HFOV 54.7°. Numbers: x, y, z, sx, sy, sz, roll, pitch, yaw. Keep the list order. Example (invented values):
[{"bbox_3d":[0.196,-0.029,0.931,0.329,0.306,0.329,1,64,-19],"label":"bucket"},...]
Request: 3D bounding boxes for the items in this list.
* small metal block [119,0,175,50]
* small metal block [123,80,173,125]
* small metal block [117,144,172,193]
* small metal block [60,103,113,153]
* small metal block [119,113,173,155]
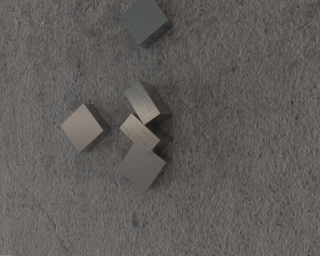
[{"bbox_3d":[-0.018,-0.143,0.415,0.050,0.025,0.050,-37,79,16],"label":"small metal block"},{"bbox_3d":[-0.014,-0.031,0.401,0.025,0.050,0.050,-35,79,17],"label":"small metal block"},{"bbox_3d":[-0.021,0.049,0.416,0.050,0.025,0.050,37,102,16],"label":"small metal block"},{"bbox_3d":[-0.106,0.000,0.446,0.050,0.025,0.050,-41,77,15],"label":"small metal block"},{"bbox_3d":[-0.017,0.007,0.401,0.050,0.050,0.025,43,103,15],"label":"small metal block"}]
